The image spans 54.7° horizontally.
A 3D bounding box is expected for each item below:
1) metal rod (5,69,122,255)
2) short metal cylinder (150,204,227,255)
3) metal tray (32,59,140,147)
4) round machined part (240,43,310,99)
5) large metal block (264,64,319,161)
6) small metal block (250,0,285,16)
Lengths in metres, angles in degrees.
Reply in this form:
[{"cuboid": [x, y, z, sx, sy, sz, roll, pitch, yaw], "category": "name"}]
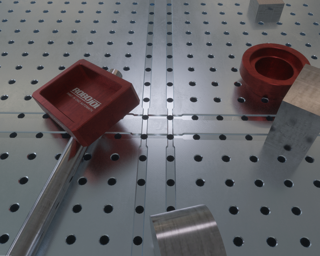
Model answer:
[{"cuboid": [-0.106, 0.030, 0.380, 0.025, 0.025, 0.300, 11, 51, 9], "category": "metal rod"}, {"cuboid": [0.024, 0.113, 0.277, 0.050, 0.080, 0.080, -10, 51, -8], "category": "short metal cylinder"}, {"cuboid": [-0.100, -0.039, 0.404, 0.090, 0.030, 0.130, -42, 46, -18], "category": "metal tray"}, {"cuboid": [0.169, -0.081, 0.466, 0.099, 0.042, 0.098, 0, 50, 0], "category": "round machined part"}, {"cuboid": [0.181, -0.020, 0.390, 0.050, 0.080, 0.080, 28, 56, 21], "category": "large metal block"}, {"cuboid": [0.212, -0.248, 0.618, 0.050, 0.025, 0.050, -4, 50, -3], "category": "small metal block"}]
